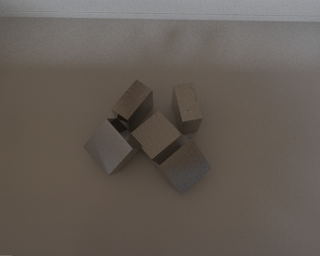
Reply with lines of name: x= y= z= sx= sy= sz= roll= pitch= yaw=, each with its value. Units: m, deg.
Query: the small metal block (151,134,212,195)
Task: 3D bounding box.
small metal block: x=0.027 y=0.044 z=0.378 sx=0.050 sy=0.025 sz=0.050 roll=-39 pitch=112 yaw=-14

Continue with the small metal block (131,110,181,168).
small metal block: x=-0.004 y=0.014 z=0.402 sx=0.050 sy=0.025 sz=0.050 roll=-40 pitch=75 yaw=-14

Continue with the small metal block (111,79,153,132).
small metal block: x=-0.034 y=-0.027 z=0.403 sx=0.025 sy=0.050 sz=0.050 roll=35 pitch=74 yaw=12

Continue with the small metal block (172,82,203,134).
small metal block: x=0.034 y=-0.024 z=0.403 sx=0.025 sy=0.050 sz=0.050 roll=-10 pitch=70 yaw=-5

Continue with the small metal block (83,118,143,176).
small metal block: x=-0.059 y=0.023 z=0.386 sx=0.050 sy=0.025 sz=0.050 roll=47 pitch=109 yaw=14
